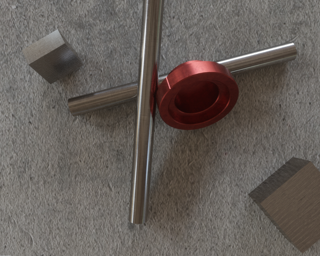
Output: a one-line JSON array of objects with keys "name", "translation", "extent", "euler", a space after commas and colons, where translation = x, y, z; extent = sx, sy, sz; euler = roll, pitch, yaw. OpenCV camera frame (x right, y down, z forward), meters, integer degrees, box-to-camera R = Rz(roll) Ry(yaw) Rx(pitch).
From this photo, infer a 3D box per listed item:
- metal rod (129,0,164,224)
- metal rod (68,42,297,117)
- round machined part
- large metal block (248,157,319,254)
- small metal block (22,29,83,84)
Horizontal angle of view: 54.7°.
[{"name": "metal rod", "translation": [-0.017, -0.025, 0.387], "extent": [0.025, 0.025, 0.298], "euler": [4, 99, -1]}, {"name": "metal rod", "translation": [0.029, -0.065, 0.410], "extent": [0.302, 0.025, 0.025], "euler": [-14, 90, -1]}, {"name": "round machined part", "translation": [0.043, -0.045, 0.384], "extent": [0.099, 0.098, 0.042], "euler": [-15, 52, 0]}, {"name": "large metal block", "translation": [0.178, 0.096, 0.400], "extent": [0.080, 0.050, 0.080], "euler": [-40, 91, 0]}, {"name": "small metal block", "translation": [-0.135, -0.089, 0.393], "extent": [0.050, 0.050, 0.025], "euler": [-31, 67, 0]}]
